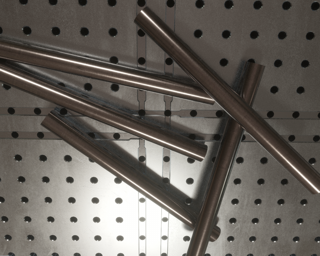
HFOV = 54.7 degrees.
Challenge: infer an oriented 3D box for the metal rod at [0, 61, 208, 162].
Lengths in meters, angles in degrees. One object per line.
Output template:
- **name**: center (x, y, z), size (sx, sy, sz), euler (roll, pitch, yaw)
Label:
- **metal rod**: center (-0.078, -0.021, 0.404), size (0.302, 0.025, 0.025), euler (22, 108, -9)

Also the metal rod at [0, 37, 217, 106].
- **metal rod**: center (-0.077, -0.072, 0.385), size (0.302, 0.025, 0.025), euler (12, 110, -5)

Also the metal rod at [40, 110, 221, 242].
- **metal rod**: center (-0.032, 0.074, 0.440), size (0.301, 0.025, 0.025), euler (37, 106, -13)

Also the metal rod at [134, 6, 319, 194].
- **metal rod**: center (0.087, -0.031, 0.373), size (0.300, 0.025, 0.025), euler (43, 104, -3)

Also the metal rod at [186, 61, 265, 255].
- **metal rod**: center (0.083, 0.060, 0.420), size (0.025, 0.025, 0.298), euler (13, 103, -5)
